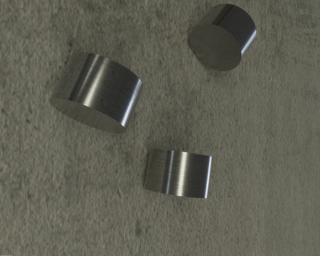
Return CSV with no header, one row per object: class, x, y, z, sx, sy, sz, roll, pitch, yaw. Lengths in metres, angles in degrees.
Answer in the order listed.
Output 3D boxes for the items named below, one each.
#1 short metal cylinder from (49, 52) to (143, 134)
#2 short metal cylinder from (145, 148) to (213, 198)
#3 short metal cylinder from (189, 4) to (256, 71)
short metal cylinder,-0.064,-0.033,0.317,0.080,0.080,0.050,31,71,-36
short metal cylinder,0.024,0.056,0.391,0.081,0.080,0.050,14,81,-40
short metal cylinder,0.090,-0.129,0.447,0.080,0.080,0.050,51,60,-28
